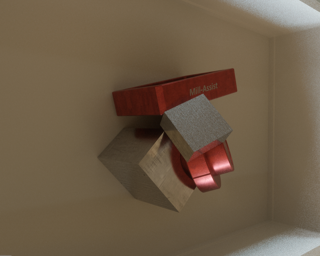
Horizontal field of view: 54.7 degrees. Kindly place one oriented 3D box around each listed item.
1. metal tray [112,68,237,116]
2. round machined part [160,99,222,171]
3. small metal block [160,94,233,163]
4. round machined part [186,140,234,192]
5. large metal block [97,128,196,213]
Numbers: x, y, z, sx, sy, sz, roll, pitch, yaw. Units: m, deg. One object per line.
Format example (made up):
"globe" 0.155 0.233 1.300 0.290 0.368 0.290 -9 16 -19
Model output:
"metal tray" 0.020 -0.045 0.380 0.131 0.090 0.030 -19 103 -39
"round machined part" 0.038 0.009 0.430 0.099 0.042 0.097 0 90 -40
"small metal block" 0.036 -0.001 0.317 0.050 0.025 0.050 -27 69 -24
"round machined part" 0.058 0.024 0.369 0.098 0.042 0.097 -19 90 -76
"large metal block" -0.012 0.046 0.361 0.050 0.080 0.080 -52 121 -28
